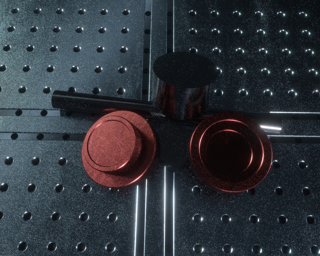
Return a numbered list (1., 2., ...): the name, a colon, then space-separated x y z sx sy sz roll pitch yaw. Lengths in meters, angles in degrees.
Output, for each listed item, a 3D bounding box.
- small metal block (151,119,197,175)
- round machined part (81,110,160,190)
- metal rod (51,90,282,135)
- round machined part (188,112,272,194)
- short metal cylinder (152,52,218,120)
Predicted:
1. small metal block: 0.017 0.024 0.399 0.050 0.025 0.050 35 73 11
2. round machined part: -0.053 0.023 0.376 0.098 0.042 0.098 -6 70 17
3. metal rod: 0.007 -0.021 0.416 0.302 0.025 0.025 7 70 2
4. round machined part: 0.083 0.032 0.385 0.099 0.042 0.098 1 72 -3
5. short metal cylinder: 0.030 -0.056 0.399 0.081 0.050 0.080 3 44 -2
